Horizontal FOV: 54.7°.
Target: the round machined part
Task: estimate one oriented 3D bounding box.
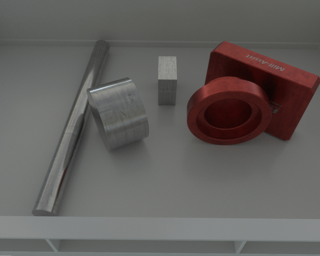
[{"bbox_3d":[0.082,-0.024,0.379,0.099,0.097,0.042,2,51,1],"label":"round machined part"}]

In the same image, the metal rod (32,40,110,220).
[{"bbox_3d":[-0.109,-0.023,0.422,0.025,0.025,0.300,4,50,3],"label":"metal rod"}]

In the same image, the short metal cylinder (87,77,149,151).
[{"bbox_3d":[-0.053,-0.017,0.383,0.050,0.080,0.080,-20,53,-16],"label":"short metal cylinder"}]

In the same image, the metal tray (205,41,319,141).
[{"bbox_3d":[0.124,-0.048,0.403,0.130,0.089,0.030,28,52,21],"label":"metal tray"}]

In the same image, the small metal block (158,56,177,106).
[{"bbox_3d":[0.010,-0.068,0.446,0.025,0.050,0.050,1,50,0],"label":"small metal block"}]
